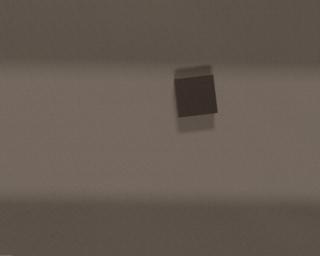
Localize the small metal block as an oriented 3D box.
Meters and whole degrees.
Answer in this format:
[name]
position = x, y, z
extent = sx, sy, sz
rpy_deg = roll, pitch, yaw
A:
[small metal block]
position = 0.047, -0.041, 0.412
extent = 0.050, 0.025, 0.050
rpy_deg = -7, 90, -1
